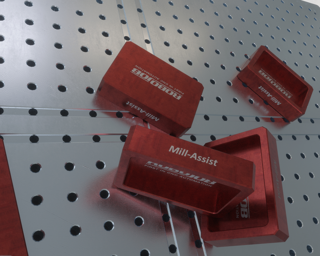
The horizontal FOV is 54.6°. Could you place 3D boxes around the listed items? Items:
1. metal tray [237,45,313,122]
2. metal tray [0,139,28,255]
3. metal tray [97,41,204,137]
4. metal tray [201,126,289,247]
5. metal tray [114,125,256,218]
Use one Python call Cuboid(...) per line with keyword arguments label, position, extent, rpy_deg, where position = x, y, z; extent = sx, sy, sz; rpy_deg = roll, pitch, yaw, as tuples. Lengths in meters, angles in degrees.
Cuboid(label="metal tray", position=(0.214, -0.083, 0.569), extent=(0.130, 0.030, 0.090), rpy_deg=(40, 51, -1))
Cuboid(label="metal tray", position=(-0.173, 0.076, 0.265), extent=(0.091, 0.030, 0.130), rpy_deg=(-10, 67, -32))
Cuboid(label="metal tray", position=(-0.009, -0.055, 0.433), extent=(0.130, 0.030, 0.090), rpy_deg=(29, 52, -10))
Cuboid(label="metal tray", position=(0.096, 0.070, 0.372), extent=(0.030, 0.090, 0.130), rpy_deg=(38, 45, -39))
Cuboid(label="metal tray", position=(0.022, 0.051, 0.330), extent=(0.131, 0.090, 0.030), rpy_deg=(18, 54, -3))
